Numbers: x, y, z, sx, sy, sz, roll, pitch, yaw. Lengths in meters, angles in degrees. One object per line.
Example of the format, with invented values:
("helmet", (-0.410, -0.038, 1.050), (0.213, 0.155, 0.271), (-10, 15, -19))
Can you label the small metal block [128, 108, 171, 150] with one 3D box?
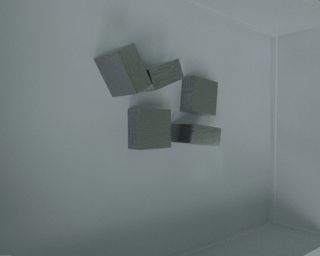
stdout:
("small metal block", (-0.013, 0.001, 0.395), (0.050, 0.025, 0.050), (-1, 91, -40))

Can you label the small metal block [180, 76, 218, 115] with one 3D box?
("small metal block", (0.058, -0.046, 0.454), (0.050, 0.025, 0.050), (7, 85, -40))

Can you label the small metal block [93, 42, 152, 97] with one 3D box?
("small metal block", (-0.043, -0.065, 0.354), (0.025, 0.050, 0.050), (-38, 113, -34))

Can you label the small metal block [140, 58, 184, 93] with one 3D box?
("small metal block", (-0.008, -0.064, 0.384), (0.050, 0.050, 0.025), (-28, 108, -36))

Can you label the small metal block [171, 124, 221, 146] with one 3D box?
("small metal block", (0.048, 0.010, 0.431), (0.050, 0.050, 0.025), (8, 85, -40))
